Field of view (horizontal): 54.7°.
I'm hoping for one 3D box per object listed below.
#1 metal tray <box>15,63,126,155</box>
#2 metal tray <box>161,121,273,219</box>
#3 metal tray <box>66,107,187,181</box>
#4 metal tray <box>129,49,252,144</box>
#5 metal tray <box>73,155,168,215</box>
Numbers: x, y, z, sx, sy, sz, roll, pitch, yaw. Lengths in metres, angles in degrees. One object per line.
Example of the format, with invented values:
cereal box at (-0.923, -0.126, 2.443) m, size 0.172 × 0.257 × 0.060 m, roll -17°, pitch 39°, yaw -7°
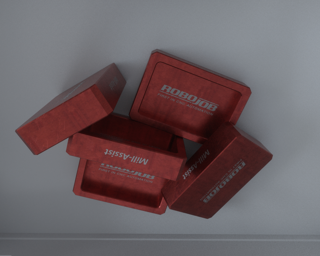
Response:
metal tray at (-0.089, -0.028, 0.341) m, size 0.090 × 0.130 × 0.030 m, roll -28°, pitch 108°, yaw 10°
metal tray at (0.075, 0.061, 0.409) m, size 0.090 × 0.030 × 0.130 m, roll 27°, pitch 110°, yaw -40°
metal tray at (-0.037, 0.016, 0.379) m, size 0.131 × 0.090 × 0.030 m, roll 15°, pitch 109°, yaw -6°
metal tray at (0.036, -0.035, 0.395) m, size 0.131 × 0.030 × 0.089 m, roll 20°, pitch 109°, yaw -8°
metal tray at (-0.045, 0.062, 0.428) m, size 0.131 × 0.030 × 0.089 m, roll 15°, pitch 109°, yaw -6°
